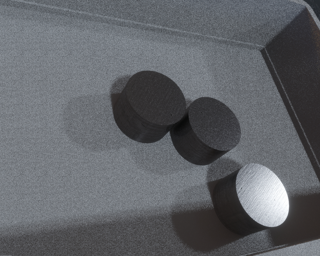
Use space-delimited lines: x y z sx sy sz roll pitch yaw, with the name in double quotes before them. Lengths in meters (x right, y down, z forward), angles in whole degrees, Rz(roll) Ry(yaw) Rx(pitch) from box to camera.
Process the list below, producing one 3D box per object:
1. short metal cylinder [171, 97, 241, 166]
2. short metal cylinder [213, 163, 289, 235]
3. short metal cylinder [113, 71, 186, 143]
"short metal cylinder" 0.062 0.005 0.422 0.081 0.050 0.080 14 56 -21
"short metal cylinder" 0.116 0.092 0.398 0.081 0.050 0.080 14 56 -21
"short metal cylinder" -0.014 -0.027 0.400 0.081 0.050 0.080 14 56 -21
